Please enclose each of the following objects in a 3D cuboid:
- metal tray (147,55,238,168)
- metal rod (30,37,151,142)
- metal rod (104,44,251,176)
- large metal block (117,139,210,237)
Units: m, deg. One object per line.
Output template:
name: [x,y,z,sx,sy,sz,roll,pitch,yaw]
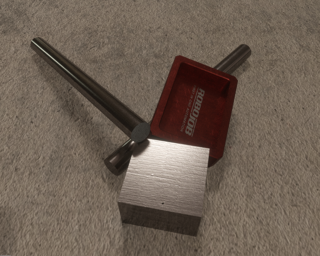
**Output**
metal tray: [0.043,-0.025,0.396,0.090,0.030,0.130,21,59,-3]
metal rod: [-0.112,-0.068,0.425,0.025,0.025,0.300,-31,47,-24]
metal rod: [0.041,-0.040,0.437,0.025,0.025,0.302,34,57,24]
large metal block: [0.007,0.062,0.335,0.080,0.050,0.080,9,51,7]
